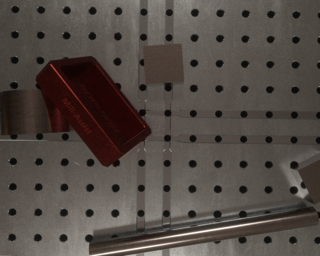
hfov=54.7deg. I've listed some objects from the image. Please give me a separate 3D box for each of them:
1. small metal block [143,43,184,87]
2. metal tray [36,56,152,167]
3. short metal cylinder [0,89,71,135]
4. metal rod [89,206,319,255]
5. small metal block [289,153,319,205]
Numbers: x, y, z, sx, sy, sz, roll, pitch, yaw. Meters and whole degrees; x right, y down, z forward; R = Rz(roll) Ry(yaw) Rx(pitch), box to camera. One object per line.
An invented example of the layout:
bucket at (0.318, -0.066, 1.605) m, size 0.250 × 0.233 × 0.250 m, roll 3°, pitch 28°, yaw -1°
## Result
small metal block at (0.005, -0.083, 0.413) m, size 0.050 × 0.025 × 0.050 m, roll -4°, pitch 90°, yaw -1°
metal tray at (-0.075, -0.025, 0.377) m, size 0.030 × 0.090 × 0.130 m, roll -38°, pitch 90°, yaw 26°
short metal cylinder at (-0.153, -0.018, 0.384) m, size 0.081 × 0.080 × 0.050 m, roll -3°, pitch 90°, yaw -1°
metal rod at (0.058, 0.141, 0.414) m, size 0.302 × 0.025 × 0.025 m, roll -9°, pitch 90°, yaw -1°
small metal block at (0.213, 0.066, 0.416) m, size 0.050 × 0.025 × 0.050 m, roll -27°, pitch 90°, yaw -1°
